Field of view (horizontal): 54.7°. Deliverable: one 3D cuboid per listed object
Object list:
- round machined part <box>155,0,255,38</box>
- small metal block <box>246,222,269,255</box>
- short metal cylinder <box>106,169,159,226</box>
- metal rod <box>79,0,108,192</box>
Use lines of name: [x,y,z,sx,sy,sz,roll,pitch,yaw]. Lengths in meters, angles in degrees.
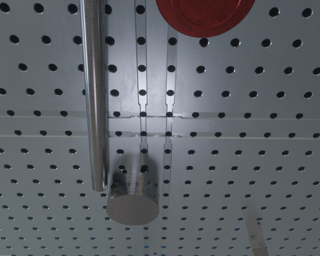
round machined part: [0.044,-0.130,0.290,0.099,0.042,0.097,0,130,0]
small metal block: [0.183,0.212,0.578,0.025,0.050,0.050,-15,129,12]
short metal cylinder: [-0.041,0.110,0.488,0.081,0.050,0.079,0,130,0]
metal rod: [-0.080,-0.022,0.391,0.025,0.025,0.298,4,130,-4]
